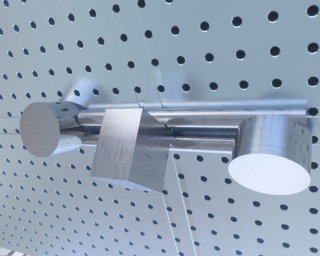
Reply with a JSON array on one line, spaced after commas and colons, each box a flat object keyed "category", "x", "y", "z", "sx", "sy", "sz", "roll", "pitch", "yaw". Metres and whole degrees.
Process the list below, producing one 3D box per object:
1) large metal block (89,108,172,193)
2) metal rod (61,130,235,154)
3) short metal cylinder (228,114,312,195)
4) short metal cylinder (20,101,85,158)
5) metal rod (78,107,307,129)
[{"category": "large metal block", "x": -0.030, "y": 0.029, "z": 0.371, "sx": 0.050, "sy": 0.080, "sz": 0.080, "roll": 1, "pitch": 161, "yaw": 28}, {"category": "metal rod", "x": -0.039, "y": 0.017, "z": 0.441, "sx": 0.300, "sy": 0.025, "sz": 0.025, "roll": 1, "pitch": 119, "yaw": 27}, {"category": "short metal cylinder", "x": 0.119, "y": 0.030, "z": 0.334, "sx": 0.080, "sy": 0.050, "sz": 0.080, "roll": 15, "pitch": 146, "yaw": 10}, {"category": "short metal cylinder", "x": -0.160, "y": 0.001, "z": 0.461, "sx": 0.080, "sy": 0.050, "sz": 0.079, "roll": 3, "pitch": 97, "yaw": 27}, {"category": "metal rod", "x": 0.019, "y": -0.012, "z": 0.393, "sx": 0.300, "sy": 0.025, "sz": 0.025, "roll": 1, "pitch": 119, "yaw": 27}]
